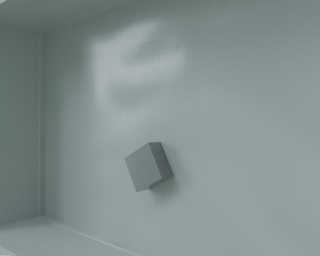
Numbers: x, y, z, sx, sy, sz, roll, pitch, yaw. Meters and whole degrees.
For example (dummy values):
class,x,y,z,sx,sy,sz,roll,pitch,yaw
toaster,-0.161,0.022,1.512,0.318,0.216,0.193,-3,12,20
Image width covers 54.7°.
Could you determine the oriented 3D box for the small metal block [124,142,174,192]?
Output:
class,x,y,z,sx,sy,sz,roll,pitch,yaw
small metal block,-0.015,0.052,0.418,0.050,0.025,0.050,-34,69,34
